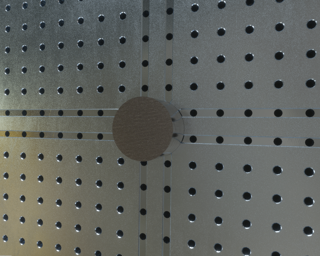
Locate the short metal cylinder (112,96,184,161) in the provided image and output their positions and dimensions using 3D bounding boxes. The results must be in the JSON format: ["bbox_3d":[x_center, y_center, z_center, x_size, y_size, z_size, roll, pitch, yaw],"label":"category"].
[{"bbox_3d":[-0.014,0.001,0.403,0.080,0.050,0.079,0,90,19],"label":"short metal cylinder"}]
